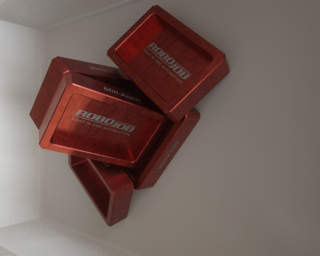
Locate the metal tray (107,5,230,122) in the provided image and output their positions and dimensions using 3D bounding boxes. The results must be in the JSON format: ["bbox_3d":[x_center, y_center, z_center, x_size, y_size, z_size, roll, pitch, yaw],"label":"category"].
[{"bbox_3d":[0.006,-0.081,0.372,0.090,0.030,0.130,-44,60,2],"label":"metal tray"}]

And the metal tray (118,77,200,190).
[{"bbox_3d":[-0.016,0.006,0.412,0.090,0.030,0.129,46,117,29],"label":"metal tray"}]

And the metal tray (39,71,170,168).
[{"bbox_3d":[-0.065,-0.004,0.372,0.089,0.131,0.030,-57,34,24],"label":"metal tray"}]

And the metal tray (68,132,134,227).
[{"bbox_3d":[-0.091,0.067,0.451,0.130,0.030,0.089,47,142,29],"label":"metal tray"}]

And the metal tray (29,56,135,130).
[{"bbox_3d":[-0.090,-0.038,0.407,0.030,0.131,0.089,48,119,30],"label":"metal tray"}]
